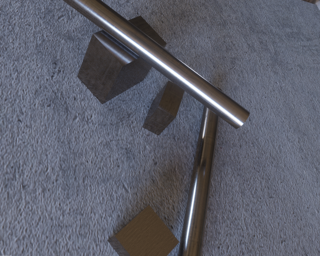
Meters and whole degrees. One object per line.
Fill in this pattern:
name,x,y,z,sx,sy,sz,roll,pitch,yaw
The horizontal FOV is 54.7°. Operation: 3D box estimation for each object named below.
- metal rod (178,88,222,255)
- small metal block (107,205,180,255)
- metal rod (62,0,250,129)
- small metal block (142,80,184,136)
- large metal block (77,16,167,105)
metal rod,0.054,0.061,0.397,0.025,0.025,0.300,25,53,-13
small metal block,-0.017,0.119,0.324,0.050,0.025,0.050,50,51,6
metal rod,-0.026,-0.097,0.347,0.301,0.025,0.025,36,51,-5
small metal block,0.005,-0.026,0.408,0.025,0.050,0.050,28,52,-11
large metal block,-0.050,-0.086,0.396,0.050,0.080,0.080,48,51,5
